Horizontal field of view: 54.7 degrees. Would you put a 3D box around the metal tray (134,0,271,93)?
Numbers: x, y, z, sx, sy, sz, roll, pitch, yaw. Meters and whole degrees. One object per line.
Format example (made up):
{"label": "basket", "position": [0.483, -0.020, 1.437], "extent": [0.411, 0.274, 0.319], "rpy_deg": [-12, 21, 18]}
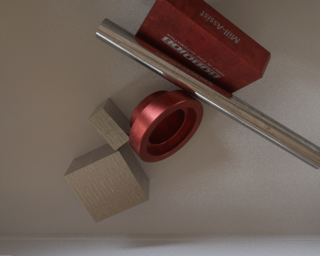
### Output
{"label": "metal tray", "position": [0.043, -0.090, 0.344], "extent": [0.130, 0.090, 0.030], "rpy_deg": [33, 68, -12]}

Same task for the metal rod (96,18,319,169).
{"label": "metal rod", "position": [0.064, -0.037, 0.360], "extent": [0.301, 0.025, 0.025], "rpy_deg": [30, 107, -5]}

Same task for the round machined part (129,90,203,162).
{"label": "round machined part", "position": [0.003, -0.007, 0.381], "extent": [0.042, 0.099, 0.098], "rpy_deg": [46, 109, 30]}

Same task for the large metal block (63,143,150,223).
{"label": "large metal block", "position": [-0.069, 0.070, 0.423], "extent": [0.080, 0.050, 0.080], "rpy_deg": [-25, 109, 8]}

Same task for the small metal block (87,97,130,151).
{"label": "small metal block", "position": [-0.061, -0.006, 0.395], "extent": [0.025, 0.050, 0.050], "rpy_deg": [-37, 106, 12]}
